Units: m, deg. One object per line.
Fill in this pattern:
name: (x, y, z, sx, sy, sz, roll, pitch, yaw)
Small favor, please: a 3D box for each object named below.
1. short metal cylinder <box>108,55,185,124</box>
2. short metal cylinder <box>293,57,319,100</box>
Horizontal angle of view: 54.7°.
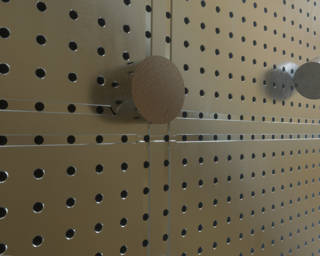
short metal cylinder: (-0.016, -0.044, 0.379, 0.081, 0.050, 0.079, 0, 90, -40)
short metal cylinder: (0.331, -0.105, 0.650, 0.050, 0.080, 0.080, -27, 108, -37)
